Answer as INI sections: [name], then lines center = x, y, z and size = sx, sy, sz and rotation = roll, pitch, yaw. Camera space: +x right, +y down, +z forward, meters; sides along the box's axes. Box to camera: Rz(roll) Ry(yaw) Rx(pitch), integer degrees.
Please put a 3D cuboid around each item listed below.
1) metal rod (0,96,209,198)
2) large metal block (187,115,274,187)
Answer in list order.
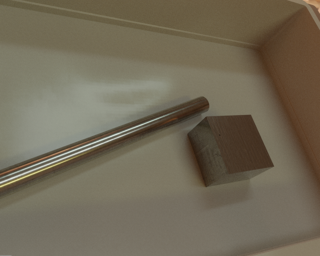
[metal rod]
center = -0.048, 0.011, 0.373
size = 0.302, 0.025, 0.025
rotation = -22, 74, -36
[large metal block]
center = 0.095, 0.030, 0.425
size = 0.081, 0.050, 0.080
rotation = -3, 63, -30
